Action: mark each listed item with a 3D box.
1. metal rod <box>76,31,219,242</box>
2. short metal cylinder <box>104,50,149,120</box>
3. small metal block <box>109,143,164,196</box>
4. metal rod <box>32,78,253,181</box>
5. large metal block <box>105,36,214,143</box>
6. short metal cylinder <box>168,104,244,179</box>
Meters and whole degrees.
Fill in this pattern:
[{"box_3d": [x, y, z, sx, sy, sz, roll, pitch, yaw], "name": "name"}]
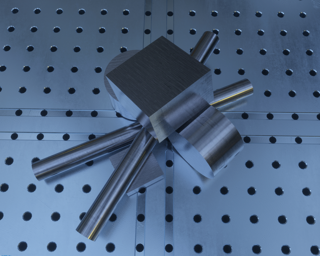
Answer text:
[{"box_3d": [-0.005, -0.004, 0.383, 0.025, 0.025, 0.300, 29, 72, 10], "name": "metal rod"}, {"box_3d": [-0.031, -0.057, 0.415, 0.081, 0.050, 0.080, 0, 70, 0], "name": "short metal cylinder"}, {"box_3d": [-0.029, 0.050, 0.389, 0.050, 0.025, 0.050, -26, 72, -10], "name": "small metal block"}, {"box_3d": [-0.016, -0.001, 0.408, 0.302, 0.025, 0.025, -22, 72, -8], "name": "metal rod"}, {"box_3d": [0.001, -0.045, 0.344, 0.080, 0.050, 0.080, -38, 57, -12], "name": "large metal block"}, {"box_3d": [0.053, 0.015, 0.374, 0.050, 0.080, 0.080, -42, 75, -13], "name": "short metal cylinder"}]
